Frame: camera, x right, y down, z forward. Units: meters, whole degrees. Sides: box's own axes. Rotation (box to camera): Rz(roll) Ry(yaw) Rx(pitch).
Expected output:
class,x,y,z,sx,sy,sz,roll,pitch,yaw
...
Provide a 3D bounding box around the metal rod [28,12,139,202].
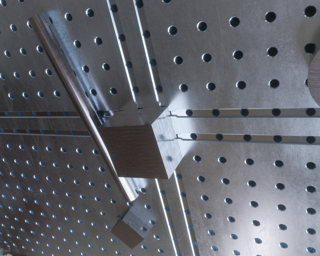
class,x,y,z,sx,sy,sz,roll,pitch,yaw
metal rod,-0.103,-0.017,0.452,0.025,0.025,0.299,-11,113,32

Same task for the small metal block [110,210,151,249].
class,x,y,z,sx,sy,sz,roll,pitch,yaw
small metal block,-0.052,0.181,0.549,0.050,0.025,0.050,40,129,0

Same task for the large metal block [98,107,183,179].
class,x,y,z,sx,sy,sz,roll,pitch,yaw
large metal block,-0.024,0.021,0.419,0.080,0.050,0.080,-3,117,29

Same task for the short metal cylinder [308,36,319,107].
class,x,y,z,sx,sy,sz,roll,pitch,yaw
short metal cylinder,0.174,-0.053,0.270,0.080,0.050,0.079,13,124,20
